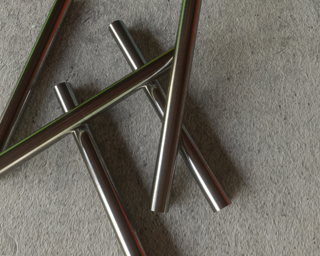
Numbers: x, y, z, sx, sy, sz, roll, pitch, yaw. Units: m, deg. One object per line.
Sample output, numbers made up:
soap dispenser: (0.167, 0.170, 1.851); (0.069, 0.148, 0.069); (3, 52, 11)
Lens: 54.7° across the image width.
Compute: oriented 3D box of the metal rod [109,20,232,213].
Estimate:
metal rod: (0.005, -0.028, 0.418); (0.025, 0.025, 0.299); (-27, 72, -9)

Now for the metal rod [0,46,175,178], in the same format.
metal rod: (-0.091, -0.021, 0.387); (0.301, 0.025, 0.025); (-34, 74, -12)

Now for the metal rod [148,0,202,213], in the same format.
metal rod: (0.022, -0.048, 0.386); (0.025, 0.025, 0.298); (9, 85, 3)

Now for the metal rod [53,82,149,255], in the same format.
metal rod: (-0.067, 0.070, 0.381); (0.025, 0.025, 0.299); (-25, 72, -9)

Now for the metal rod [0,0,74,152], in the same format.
metal rod: (-0.181, -0.071, 0.432); (0.025, 0.025, 0.299); (13, 70, 5)
